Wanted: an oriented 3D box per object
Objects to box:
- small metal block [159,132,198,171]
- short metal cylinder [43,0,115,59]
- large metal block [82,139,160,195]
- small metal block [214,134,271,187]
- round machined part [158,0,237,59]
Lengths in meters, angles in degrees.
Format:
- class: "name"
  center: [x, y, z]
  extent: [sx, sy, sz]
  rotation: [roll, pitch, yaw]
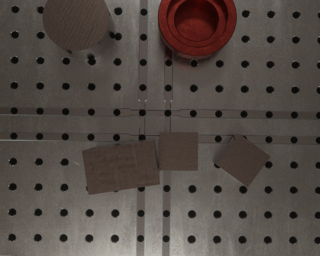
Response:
- class: "small metal block"
  center: [0.024, 0.030, 0.414]
  extent: [0.050, 0.025, 0.050]
  rotation: [0, 90, -1]
- class: "short metal cylinder"
  center: [-0.102, -0.134, 0.399]
  extent: [0.081, 0.050, 0.079]
  rotation: [0, 90, -1]
- class: "large metal block"
  center: [-0.044, 0.044, 0.385]
  extent: [0.081, 0.080, 0.050]
  rotation: [-8, 90, 0]
- class: "small metal block"
  center: [0.109, 0.042, 0.415]
  extent: [0.050, 0.025, 0.050]
  rotation: [36, 90, -1]
- class: "round machined part"
  center: [0.047, -0.138, 0.405]
  extent: [0.099, 0.042, 0.097]
  rotation: [0, 90, -1]
